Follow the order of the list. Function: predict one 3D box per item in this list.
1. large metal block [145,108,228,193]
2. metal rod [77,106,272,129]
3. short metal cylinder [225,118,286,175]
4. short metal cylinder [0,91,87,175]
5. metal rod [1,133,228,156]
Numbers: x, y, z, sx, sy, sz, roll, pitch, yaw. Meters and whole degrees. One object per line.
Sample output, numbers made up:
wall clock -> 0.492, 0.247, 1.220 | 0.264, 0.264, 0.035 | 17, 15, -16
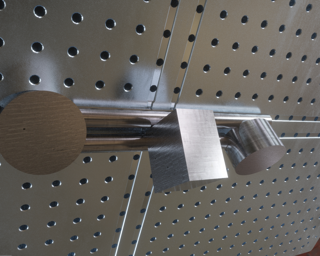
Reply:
large metal block -> 0.028, 0.030, 0.370 | 0.050, 0.080, 0.080 | 1, 160, -29
metal rod -> 0.037, -0.012, 0.423 | 0.303, 0.025, 0.025 | 1, 118, -29
short metal cylinder -> 0.142, 0.030, 0.474 | 0.081, 0.050, 0.080 | -14, 145, -10
short metal cylinder -> -0.121, 0.002, 0.312 | 0.081, 0.050, 0.079 | -4, 97, -28
metal rod -> -0.036, 0.018, 0.402 | 0.303, 0.025, 0.025 | 0, 118, -29
